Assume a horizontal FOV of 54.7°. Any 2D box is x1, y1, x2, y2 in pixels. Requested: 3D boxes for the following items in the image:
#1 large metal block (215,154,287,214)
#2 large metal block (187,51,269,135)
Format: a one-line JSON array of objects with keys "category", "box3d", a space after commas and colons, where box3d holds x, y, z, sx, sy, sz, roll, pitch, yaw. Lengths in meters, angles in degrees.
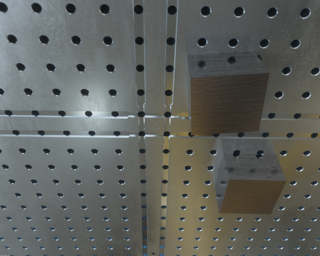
[{"category": "large metal block", "box3d": [0.133, 0.086, 0.471, 0.081, 0.050, 0.079, 2, 130, -2]}, {"category": "large metal block", "box3d": [0.074, -0.040, 0.362, 0.080, 0.050, 0.079, -3, 130, 2]}]
